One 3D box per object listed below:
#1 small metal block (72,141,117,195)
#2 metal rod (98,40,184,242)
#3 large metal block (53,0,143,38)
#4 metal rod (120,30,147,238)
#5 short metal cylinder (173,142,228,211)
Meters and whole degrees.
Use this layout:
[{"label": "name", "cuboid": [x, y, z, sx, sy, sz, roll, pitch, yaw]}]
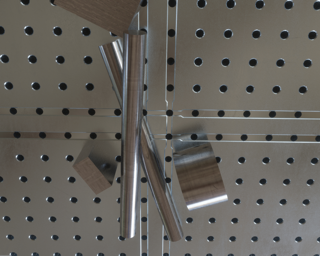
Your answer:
[{"label": "small metal block", "cuboid": [-0.086, 0.053, 0.419, 0.025, 0.050, 0.050, -32, 107, 11]}, {"label": "metal rod", "cuboid": [-0.019, 0.031, 0.424, 0.025, 0.025, 0.298, -16, 110, 6]}, {"label": "large metal block", "cuboid": [-0.058, -0.156, 0.342, 0.080, 0.050, 0.080, 25, 108, -9]}, {"label": "metal rod", "cuboid": [-0.038, 0.029, 0.399, 0.025, 0.025, 0.298, 4, 119, -2]}, {"label": "short metal cylinder", "cuboid": [0.053, 0.064, 0.408, 0.050, 0.080, 0.080, -17, 109, 6]}]
